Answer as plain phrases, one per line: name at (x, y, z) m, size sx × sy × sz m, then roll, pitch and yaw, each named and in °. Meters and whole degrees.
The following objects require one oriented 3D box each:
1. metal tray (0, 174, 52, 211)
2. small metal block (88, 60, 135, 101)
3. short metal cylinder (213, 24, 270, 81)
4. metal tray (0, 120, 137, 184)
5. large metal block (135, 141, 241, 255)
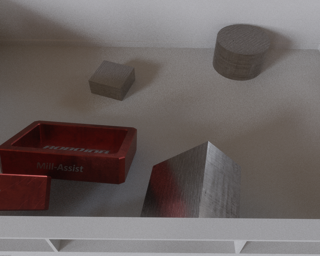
metal tray at (-0.176, 0.057, 0.276) m, size 0.131 × 0.090 × 0.030 m, roll 9°, pitch 74°, yaw -33°
small metal block at (-0.071, -0.072, 0.464) m, size 0.050 × 0.025 × 0.050 m, roll 16°, pitch 52°, yaw 12°
short metal cylinder at (0.127, -0.121, 0.492) m, size 0.081 × 0.050 × 0.080 m, roll 0°, pitch 50°, yaw 0°
metal tray at (-0.097, 0.024, 0.353) m, size 0.131 × 0.030 × 0.090 m, roll 4°, pitch 20°, yaw 3°
large metal block at (0.029, 0.070, 0.302) m, size 0.050 × 0.080 × 0.080 m, roll 37°, pitch 46°, yaw -25°
